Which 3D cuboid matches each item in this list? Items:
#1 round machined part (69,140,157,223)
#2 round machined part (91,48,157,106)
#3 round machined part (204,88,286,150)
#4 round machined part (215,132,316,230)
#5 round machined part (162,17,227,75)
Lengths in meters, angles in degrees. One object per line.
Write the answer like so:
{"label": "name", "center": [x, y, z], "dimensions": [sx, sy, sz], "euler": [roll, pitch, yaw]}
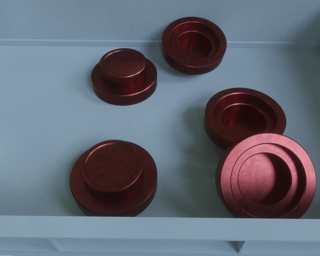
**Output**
{"label": "round machined part", "center": [-0.052, 0.052, 0.350], "dimensions": [0.099, 0.042, 0.098], "euler": [0, 50, 0]}
{"label": "round machined part", "center": [-0.053, -0.083, 0.463], "dimensions": [0.099, 0.042, 0.098], "euler": [0, 50, 0]}
{"label": "round machined part", "center": [0.105, -0.004, 0.398], "dimensions": [0.099, 0.042, 0.098], "euler": [0, 50, 0]}
{"label": "round machined part", "center": [0.107, 0.054, 0.329], "dimensions": [0.099, 0.042, 0.097], "euler": [0, 88, -3]}
{"label": "round machined part", "center": [0.052, -0.123, 0.488], "dimensions": [0.099, 0.042, 0.098], "euler": [1, 65, -3]}
